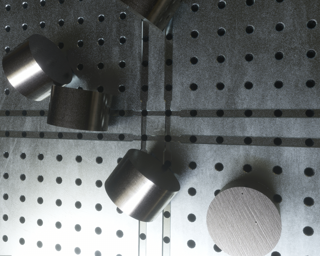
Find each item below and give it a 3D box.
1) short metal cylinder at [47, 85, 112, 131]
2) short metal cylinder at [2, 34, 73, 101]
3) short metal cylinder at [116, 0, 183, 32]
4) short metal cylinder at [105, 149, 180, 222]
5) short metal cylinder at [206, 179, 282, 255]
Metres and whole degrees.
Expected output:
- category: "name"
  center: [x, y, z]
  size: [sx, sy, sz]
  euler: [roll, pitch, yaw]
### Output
- category: "short metal cylinder"
  center: [-0.108, -0.026, 0.420]
  size: [0.080, 0.080, 0.050]
  euler: [10, 94, 19]
- category: "short metal cylinder"
  center: [-0.173, -0.086, 0.443]
  size: [0.050, 0.080, 0.080]
  euler: [-28, 81, 18]
- category: "short metal cylinder"
  center: [-0.016, -0.165, 0.388]
  size: [0.080, 0.080, 0.050]
  euler: [38, 102, 15]
- category: "short metal cylinder"
  center: [-0.022, 0.071, 0.390]
  size: [0.080, 0.080, 0.050]
  euler: [40, 103, 15]
- category: "short metal cylinder"
  center: [0.099, 0.104, 0.364]
  size: [0.080, 0.050, 0.079]
  euler: [0, 90, 19]
